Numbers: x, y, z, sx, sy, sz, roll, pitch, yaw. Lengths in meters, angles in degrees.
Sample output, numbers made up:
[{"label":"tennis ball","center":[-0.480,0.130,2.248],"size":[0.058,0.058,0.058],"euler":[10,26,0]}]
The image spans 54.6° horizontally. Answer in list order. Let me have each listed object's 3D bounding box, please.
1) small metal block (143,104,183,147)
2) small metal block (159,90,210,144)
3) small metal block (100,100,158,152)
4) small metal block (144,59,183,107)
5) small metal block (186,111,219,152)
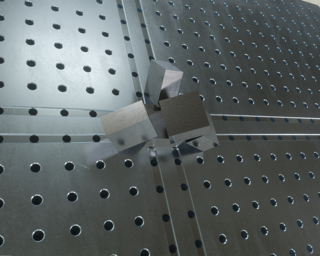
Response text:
[{"label":"small metal block","center":[0.001,-0.003,0.410],"size":[0.050,0.025,0.050],"euler":[2,61,-27]},{"label":"small metal block","center":[0.030,-0.013,0.385],"size":[0.050,0.025,0.050],"euler":[-15,65,1]},{"label":"small metal block","center":[-0.035,-0.001,0.361],"size":[0.050,0.050,0.025],"euler":[-22,64,0]},{"label":"small metal block","center":[0.003,-0.060,0.417],"size":[0.025,0.050,0.050],"euler":[3,25,-26]},{"label":"small metal block","center":[0.053,0.000,0.422],"size":[0.050,0.025,0.050],"euler":[27,45,-52]}]
